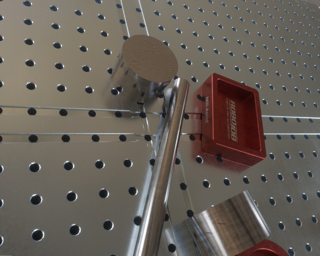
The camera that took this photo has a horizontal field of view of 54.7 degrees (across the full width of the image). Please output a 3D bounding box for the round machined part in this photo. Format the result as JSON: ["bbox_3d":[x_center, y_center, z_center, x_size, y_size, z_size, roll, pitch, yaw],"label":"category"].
[{"bbox_3d":[0.109,0.178,0.346,0.099,0.042,0.098,13,58,-22],"label":"round machined part"}]

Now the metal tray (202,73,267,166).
[{"bbox_3d":[0.111,-0.015,0.473,0.091,0.030,0.130,18,55,-18],"label":"metal tray"}]

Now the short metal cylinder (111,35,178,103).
[{"bbox_3d":[-0.022,-0.082,0.430,0.081,0.050,0.080,14,56,-21],"label":"short metal cylinder"}]

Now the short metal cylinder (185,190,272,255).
[{"bbox_3d":[0.075,0.109,0.346,0.081,0.080,0.050,-15,70,-34],"label":"short metal cylinder"}]

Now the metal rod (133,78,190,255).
[{"bbox_3d":[0.004,0.053,0.377,0.025,0.025,0.300,24,53,-14],"label":"metal rod"}]
